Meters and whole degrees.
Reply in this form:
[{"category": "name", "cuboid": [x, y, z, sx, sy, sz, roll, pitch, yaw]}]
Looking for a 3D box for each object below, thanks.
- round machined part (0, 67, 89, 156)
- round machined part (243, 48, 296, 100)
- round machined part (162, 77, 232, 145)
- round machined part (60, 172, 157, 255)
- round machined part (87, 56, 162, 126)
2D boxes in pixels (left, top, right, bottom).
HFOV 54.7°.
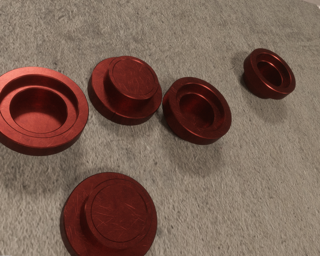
[{"category": "round machined part", "cuboid": [-0.130, -0.014, 0.332, 0.099, 0.042, 0.098, 14, 56, -21]}, {"category": "round machined part", "cuboid": [0.189, -0.091, 0.553, 0.099, 0.042, 0.098, 14, 56, -21]}, {"category": "round machined part", "cuboid": [0.047, -0.020, 0.432, 0.099, 0.042, 0.098, 14, 56, -21]}, {"category": "round machined part", "cuboid": [-0.047, 0.090, 0.314, 0.099, 0.042, 0.098, 14, 56, -21]}, {"category": "round machined part", "cuboid": [-0.041, -0.055, 0.406, 0.099, 0.042, 0.098, 14, 56, -21]}]
